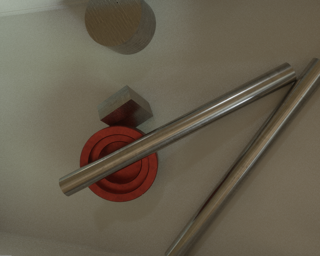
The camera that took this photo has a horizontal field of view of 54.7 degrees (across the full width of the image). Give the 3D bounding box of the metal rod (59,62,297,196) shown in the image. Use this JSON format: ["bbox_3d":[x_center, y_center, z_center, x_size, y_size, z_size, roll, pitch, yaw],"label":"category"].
[{"bbox_3d":[0.017,0.004,0.369,0.301,0.025,0.025,-27,81,4],"label":"metal rod"}]

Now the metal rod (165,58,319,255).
[{"bbox_3d":[0.099,0.049,0.375,0.025,0.025,0.299,38,102,16],"label":"metal rod"}]

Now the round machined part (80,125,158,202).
[{"bbox_3d":[-0.051,0.044,0.409,0.099,0.042,0.097,0,95,2],"label":"round machined part"}]

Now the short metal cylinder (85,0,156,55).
[{"bbox_3d":[-0.052,-0.143,0.414,0.080,0.050,0.079,0,90,19],"label":"short metal cylinder"}]

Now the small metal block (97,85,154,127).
[{"bbox_3d":[-0.046,-0.022,0.409,0.050,0.050,0.025,-32,53,17],"label":"small metal block"}]
